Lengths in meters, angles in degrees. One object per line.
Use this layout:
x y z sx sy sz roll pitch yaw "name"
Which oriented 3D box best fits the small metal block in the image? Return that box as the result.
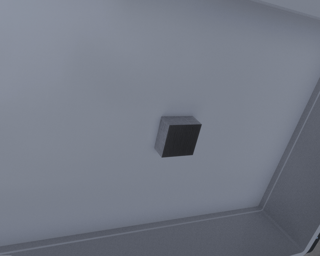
0.024 0.011 0.428 0.050 0.025 0.050 -2 119 -28 "small metal block"
